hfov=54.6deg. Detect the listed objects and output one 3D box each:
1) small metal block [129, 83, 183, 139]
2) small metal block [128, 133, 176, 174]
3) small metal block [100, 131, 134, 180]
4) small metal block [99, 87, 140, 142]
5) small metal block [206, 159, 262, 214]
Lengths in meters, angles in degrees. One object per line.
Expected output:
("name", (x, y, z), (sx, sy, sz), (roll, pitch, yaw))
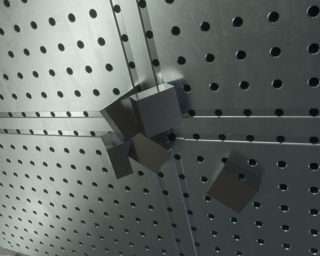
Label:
("small metal block", (-0.004, -0.022, 0.381), (0.025, 0.050, 0.050), (35, 145, 59))
("small metal block", (-0.013, 0.028, 0.436), (0.050, 0.025, 0.050), (31, 129, 8))
("small metal block", (-0.063, 0.038, 0.451), (0.050, 0.025, 0.050), (-135, 28, -61))
("small metal block", (-0.041, -0.017, 0.403), (0.050, 0.050, 0.025), (56, 157, -10))
("small metal block", (0.097, 0.077, 0.408), (0.050, 0.025, 0.050), (30, 128, 8))
